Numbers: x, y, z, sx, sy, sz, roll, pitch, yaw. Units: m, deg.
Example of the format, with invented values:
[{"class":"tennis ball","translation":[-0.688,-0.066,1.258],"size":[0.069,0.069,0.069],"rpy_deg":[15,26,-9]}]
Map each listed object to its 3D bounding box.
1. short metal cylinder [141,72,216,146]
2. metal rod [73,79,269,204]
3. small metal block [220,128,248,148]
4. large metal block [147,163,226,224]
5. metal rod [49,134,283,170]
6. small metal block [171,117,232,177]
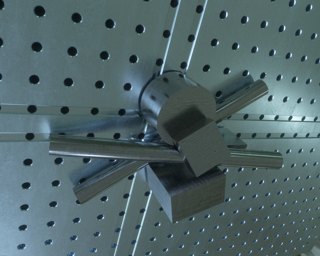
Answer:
[{"class":"short metal cylinder","translation":[0.022,-0.024,0.388],"size":[0.081,0.050,0.079],"rpy_deg":[-14,123,-21]},{"class":"metal rod","translation":[0.021,0.014,0.428],"size":[0.301,0.025,0.025],"rpy_deg":[-30,129,-9]},{"class":"small metal block","translation":[0.089,0.023,0.454],"size":[0.050,0.050,0.025],"rpy_deg":[0,118,-28]},{"class":"large metal block","translation":[0.034,0.074,0.435],"size":[0.081,0.080,0.050],"rpy_deg":[-17,125,-19]},{"class":"metal rod","translation":[0.020,0.032,0.392],"size":[0.302,0.025,0.025],"rpy_deg":[5,117,-16]},{"class":"small metal block","translation":[0.050,0.022,0.372],"size":[0.050,0.025,0.050],"rpy_deg":[-31,106,-8]}]
